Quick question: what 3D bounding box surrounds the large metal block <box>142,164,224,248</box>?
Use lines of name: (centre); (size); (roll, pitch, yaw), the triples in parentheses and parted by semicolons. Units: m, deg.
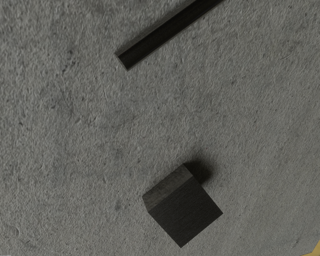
large metal block: (0.033, 0.115, 0.463); (0.080, 0.050, 0.080); (-39, 108, -2)

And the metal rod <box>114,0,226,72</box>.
metal rod: (0.077, -0.162, 0.349); (0.301, 0.025, 0.025); (-37, 129, -4)

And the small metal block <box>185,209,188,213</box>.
small metal block: (0.038, 0.155, 0.523); (0.050, 0.025, 0.050); (-48, 129, 5)
